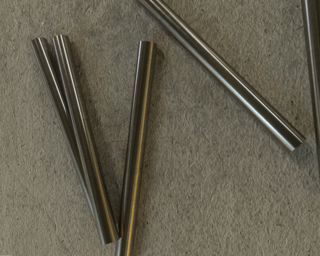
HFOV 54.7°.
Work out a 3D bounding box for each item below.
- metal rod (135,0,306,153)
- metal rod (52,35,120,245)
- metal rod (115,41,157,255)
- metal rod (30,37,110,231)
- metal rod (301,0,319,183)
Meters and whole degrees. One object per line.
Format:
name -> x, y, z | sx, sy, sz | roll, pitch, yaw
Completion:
metal rod -> 0.059, -0.088, 0.387 | 0.025, 0.025, 0.300 | -45, 76, 14
metal rod -> -0.107, 0.009, 0.434 | 0.025, 0.025, 0.299 | -20, 79, 19
metal rod -> -0.033, 0.035, 0.420 | 0.025, 0.025, 0.298 | 8, 93, 20
metal rod -> -0.130, 0.005, 0.454 | 0.025, 0.025, 0.299 | -24, 82, 18
metal rod -> 0.179, -0.068, 0.345 | 0.025, 0.025, 0.298 | -6, 88, 20
